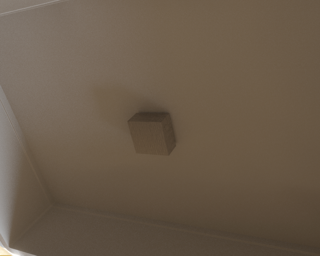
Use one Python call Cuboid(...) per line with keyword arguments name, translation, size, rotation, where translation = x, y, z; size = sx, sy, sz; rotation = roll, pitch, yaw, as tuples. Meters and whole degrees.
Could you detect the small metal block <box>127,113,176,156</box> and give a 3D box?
Cuboid(name="small metal block", translation=(-0.010, 0.008, 0.415), size=(0.050, 0.025, 0.050), rotation=(2, 120, 28))
